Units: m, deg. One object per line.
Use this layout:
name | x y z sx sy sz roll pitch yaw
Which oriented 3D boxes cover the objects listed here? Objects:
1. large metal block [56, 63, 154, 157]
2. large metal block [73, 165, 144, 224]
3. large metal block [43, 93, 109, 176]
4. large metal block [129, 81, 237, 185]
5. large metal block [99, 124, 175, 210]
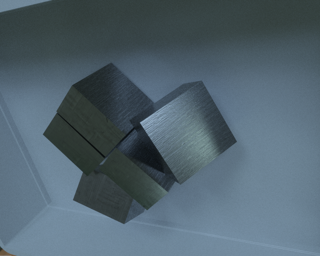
large metal block | -0.065 -0.025 0.388 0.080 0.080 0.050 43 129 -2
large metal block | -0.064 0.091 0.451 0.080 0.080 0.050 20 92 16
large metal block | -0.093 0.004 0.422 0.080 0.080 0.050 44 129 -3
large metal block | 0.025 0.003 0.351 0.080 0.080 0.050 58 167 -13
large metal block | -0.017 0.044 0.405 0.080 0.080 0.050 41 129 0
